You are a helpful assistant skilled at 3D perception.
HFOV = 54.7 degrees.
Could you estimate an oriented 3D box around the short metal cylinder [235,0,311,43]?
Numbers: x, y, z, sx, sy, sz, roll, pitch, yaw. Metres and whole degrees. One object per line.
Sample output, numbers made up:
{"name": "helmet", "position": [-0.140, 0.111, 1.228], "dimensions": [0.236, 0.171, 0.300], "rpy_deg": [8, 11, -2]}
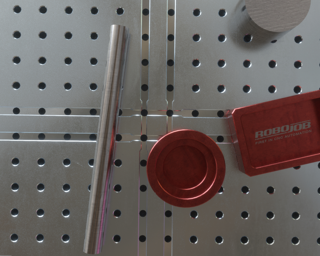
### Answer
{"name": "short metal cylinder", "position": [0.144, -0.157, 0.402], "dimensions": [0.081, 0.050, 0.080], "rpy_deg": [0, 90, 0]}

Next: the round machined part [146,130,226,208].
{"name": "round machined part", "position": [0.032, 0.050, 0.405], "dimensions": [0.099, 0.042, 0.097], "rpy_deg": [0, 90, 0]}

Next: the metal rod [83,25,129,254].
{"name": "metal rod", "position": [-0.072, 0.015, 0.412], "dimensions": [0.025, 0.025, 0.298], "rpy_deg": [7, 90, 0]}

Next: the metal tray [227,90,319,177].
{"name": "metal tray", "position": [0.165, 0.006, 0.411], "dimensions": [0.131, 0.030, 0.089], "rpy_deg": [-13, 90, 0]}
